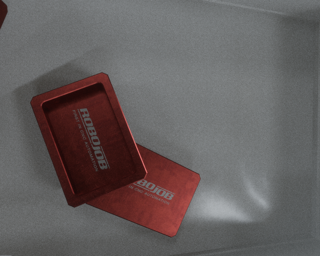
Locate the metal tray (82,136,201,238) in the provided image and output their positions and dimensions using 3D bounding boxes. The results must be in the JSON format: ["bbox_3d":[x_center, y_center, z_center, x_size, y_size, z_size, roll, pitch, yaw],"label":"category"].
[{"bbox_3d":[-0.022,0.075,0.401,0.131,0.030,0.090,28,81,-18],"label":"metal tray"}]

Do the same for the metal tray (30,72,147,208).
[{"bbox_3d":[-0.079,0.012,0.354,0.091,0.030,0.129,-22,84,-7],"label":"metal tray"}]

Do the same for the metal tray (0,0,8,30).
[{"bbox_3d":[-0.200,-0.106,0.280,0.030,0.130,0.090,18,84,4],"label":"metal tray"}]
